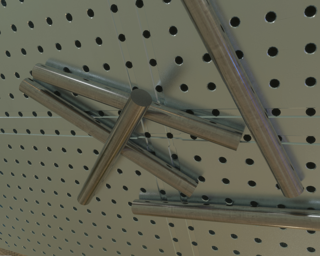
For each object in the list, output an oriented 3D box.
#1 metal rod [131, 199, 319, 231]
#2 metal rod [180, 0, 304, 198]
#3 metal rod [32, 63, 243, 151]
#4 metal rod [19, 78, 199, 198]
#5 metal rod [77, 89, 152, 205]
[{"bbox_3d":[0.091,0.121,0.436,0.300,0.025,0.025,-4,117,29],"label":"metal rod"},{"bbox_3d":[0.085,-0.048,0.336,0.025,0.025,0.299,-21,108,35],"label":"metal rod"},{"bbox_3d":[-0.041,-0.033,0.410,0.301,0.025,0.025,20,126,16],"label":"metal rod"},{"bbox_3d":[-0.079,0.011,0.457,0.301,0.025,0.025,31,128,7],"label":"metal rod"},{"bbox_3d":[-0.079,0.047,0.450,0.025,0.025,0.298,38,138,2],"label":"metal rod"}]
